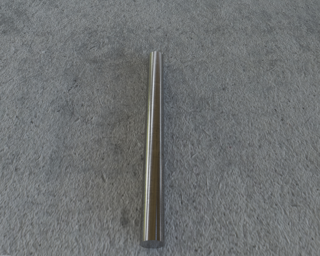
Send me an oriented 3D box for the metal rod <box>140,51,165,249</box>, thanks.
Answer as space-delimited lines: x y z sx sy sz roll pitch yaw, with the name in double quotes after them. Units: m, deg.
-0.007 0.001 0.404 0.025 0.025 0.300 0 50 0 "metal rod"
